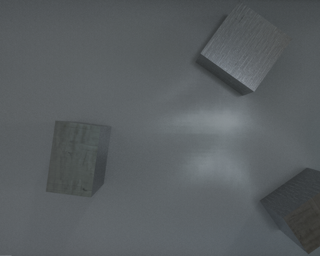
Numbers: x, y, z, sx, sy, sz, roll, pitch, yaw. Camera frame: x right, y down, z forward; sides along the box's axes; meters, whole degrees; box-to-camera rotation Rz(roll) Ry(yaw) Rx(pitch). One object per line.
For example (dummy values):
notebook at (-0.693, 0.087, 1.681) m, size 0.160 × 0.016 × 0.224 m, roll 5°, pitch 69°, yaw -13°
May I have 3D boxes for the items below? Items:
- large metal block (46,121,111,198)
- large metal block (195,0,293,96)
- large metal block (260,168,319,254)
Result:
large metal block at (-0.096, 0.034, 0.383) m, size 0.050 × 0.080 × 0.080 m, roll 8°, pitch 90°, yaw 0°
large metal block at (0.105, -0.100, 0.400) m, size 0.080 × 0.050 × 0.080 m, roll 36°, pitch 90°, yaw -1°
large metal block at (0.185, 0.098, 0.387) m, size 0.080 × 0.080 × 0.050 m, roll -35°, pitch 90°, yaw 0°
